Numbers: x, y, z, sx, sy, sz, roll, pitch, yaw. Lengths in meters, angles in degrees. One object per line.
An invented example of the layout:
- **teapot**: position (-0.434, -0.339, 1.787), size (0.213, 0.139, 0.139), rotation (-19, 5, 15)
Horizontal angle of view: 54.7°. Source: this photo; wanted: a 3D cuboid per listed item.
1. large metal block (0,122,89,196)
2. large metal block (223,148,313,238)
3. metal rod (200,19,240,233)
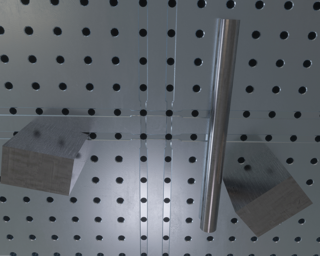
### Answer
- **large metal block**: position (-0.143, 0.037, 0.396), size (0.081, 0.080, 0.050), rotation (12, 110, -5)
- **large metal block**: position (0.140, 0.084, 0.416), size (0.080, 0.080, 0.050), rotation (-38, 106, 12)
- **metal rod**: position (0.078, 0.011, 0.418), size (0.025, 0.025, 0.298), rotation (2, 110, -1)
